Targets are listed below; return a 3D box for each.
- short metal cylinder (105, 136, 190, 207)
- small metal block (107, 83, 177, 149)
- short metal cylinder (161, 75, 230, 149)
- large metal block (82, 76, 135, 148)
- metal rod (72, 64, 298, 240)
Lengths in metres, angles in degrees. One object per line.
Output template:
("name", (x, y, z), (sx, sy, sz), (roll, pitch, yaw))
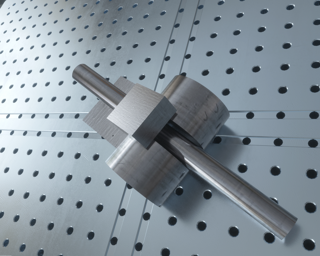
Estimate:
("short metal cylinder", (-0.014, 0.044, 0.349), (0.080, 0.080, 0.050), (34, 81, 38))
("small metal block", (-0.020, -0.014, 0.321), (0.050, 0.025, 0.050), (-51, 43, -8))
("short metal cylinder", (0.033, -0.016, 0.362), (0.080, 0.080, 0.050), (31, 79, 38))
("large metal block", (-0.042, -0.012, 0.414), (0.080, 0.050, 0.080), (33, 80, 38))
("metal rod", (0.008, 0.011, 0.342), (0.300, 0.025, 0.025), (37, 82, 23))
